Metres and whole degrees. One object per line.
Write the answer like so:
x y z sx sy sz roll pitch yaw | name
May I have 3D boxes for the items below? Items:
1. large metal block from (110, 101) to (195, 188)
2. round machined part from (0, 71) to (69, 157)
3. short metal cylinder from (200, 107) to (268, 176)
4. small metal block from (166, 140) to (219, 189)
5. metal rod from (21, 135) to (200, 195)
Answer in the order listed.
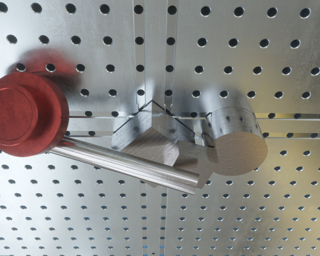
-0.009 0.025 0.413 0.080 0.050 0.080 36 121 -27 | large metal block
-0.158 -0.015 0.350 0.098 0.042 0.097 0 92 10 | round machined part
0.096 0.019 0.412 0.081 0.050 0.079 0 130 0 | short metal cylinder
0.038 0.046 0.383 0.050 0.025 0.050 14 129 -13 | small metal block
-0.102 0.026 0.375 0.301 0.025 0.025 15 131 9 | metal rod
